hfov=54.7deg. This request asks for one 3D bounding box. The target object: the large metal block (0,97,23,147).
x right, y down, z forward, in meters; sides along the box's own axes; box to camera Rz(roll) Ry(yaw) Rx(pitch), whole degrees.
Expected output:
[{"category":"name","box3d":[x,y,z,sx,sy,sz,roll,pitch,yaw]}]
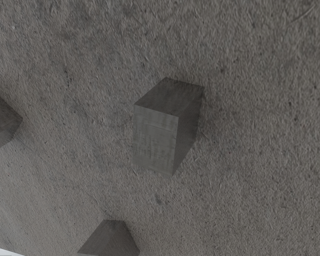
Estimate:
[{"category":"large metal block","box3d":[-0.300,-0.012,0.542,0.080,0.050,0.080,45,129,-4]}]

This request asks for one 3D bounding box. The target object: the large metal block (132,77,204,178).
[{"category":"large metal block","box3d":[0.010,-0.004,0.364,0.050,0.080,0.079,17,125,18]}]

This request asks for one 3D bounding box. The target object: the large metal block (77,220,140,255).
[{"category":"large metal block","box3d":[-0.089,0.225,0.557,0.050,0.080,0.080,-9,114,32]}]
